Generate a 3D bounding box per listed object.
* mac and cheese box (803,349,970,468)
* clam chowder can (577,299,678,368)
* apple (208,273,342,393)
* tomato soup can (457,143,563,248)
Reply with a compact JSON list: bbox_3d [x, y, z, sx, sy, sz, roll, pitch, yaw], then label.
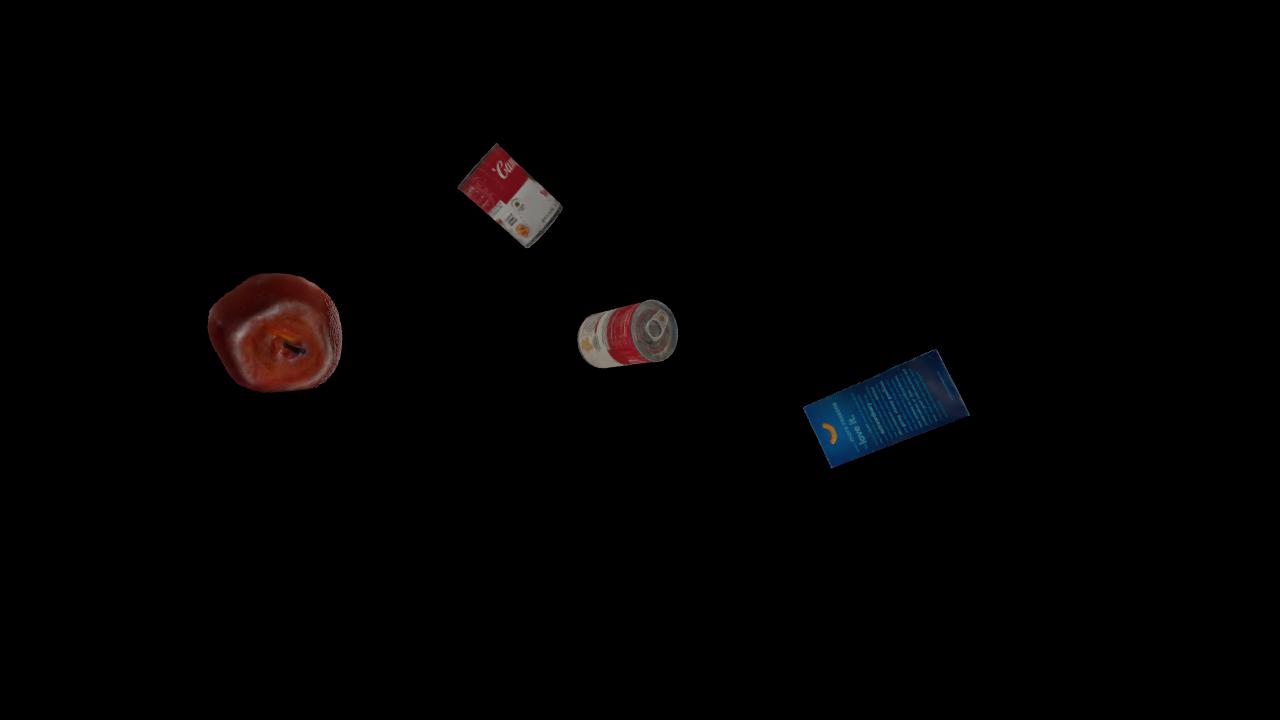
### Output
[{"bbox_3d":[0.322,0.066,0.813,0.184,0.093,0.041,-28,-10,24],"label":"mac and cheese box"},{"bbox_3d":[-0.016,-0.027,0.695,0.068,0.068,0.102,0,-5,-41],"label":"clam chowder can"},{"bbox_3d":[-0.236,-0.018,0.403,0.079,0.079,0.093,0,20,-41],"label":"apple"},{"bbox_3d":[-0.146,-0.185,0.699,0.101,0.068,0.068,42,-17,-21],"label":"tomato soup can"}]
